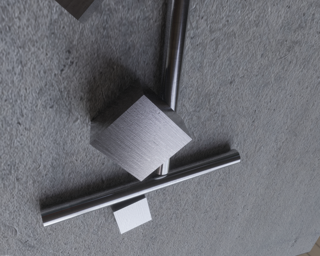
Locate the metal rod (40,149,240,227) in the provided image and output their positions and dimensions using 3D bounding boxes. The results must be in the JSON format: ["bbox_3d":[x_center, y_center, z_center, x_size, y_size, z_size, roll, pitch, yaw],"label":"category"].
[{"bbox_3d":[-0.014,0.080,0.450,0.302,0.025,0.025,-14,125,-21],"label":"metal rod"}]

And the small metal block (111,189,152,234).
[{"bbox_3d":[-0.044,0.122,0.460,0.050,0.025,0.050,-22,127,-16],"label":"small metal block"}]

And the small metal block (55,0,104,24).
[{"bbox_3d":[-0.065,-0.122,0.277,0.025,0.050,0.050,40,96,-15],"label":"small metal block"}]

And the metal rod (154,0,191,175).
[{"bbox_3d":[0.014,-0.069,0.372,0.025,0.025,0.298,-9,123,-24],"label":"metal rod"}]

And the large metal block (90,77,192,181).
[{"bbox_3d":[-0.023,0.003,0.362,0.080,0.050,0.080,-41,119,13],"label":"large metal block"}]
